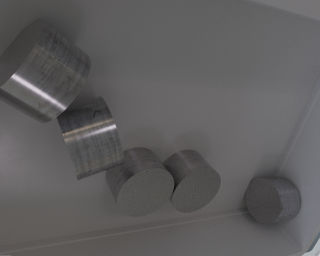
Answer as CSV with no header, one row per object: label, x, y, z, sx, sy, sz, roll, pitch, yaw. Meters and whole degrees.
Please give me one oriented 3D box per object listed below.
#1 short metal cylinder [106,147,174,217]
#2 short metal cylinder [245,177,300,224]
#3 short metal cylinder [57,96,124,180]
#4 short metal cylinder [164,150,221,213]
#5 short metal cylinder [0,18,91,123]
short metal cylinder,-0.028,0.073,0.422,0.081,0.050,0.079,-14,124,-21
short metal cylinder,0.204,0.131,0.565,0.050,0.080,0.079,3,117,-30
short metal cylinder,-0.078,0.011,0.337,0.050,0.080,0.079,-19,126,-18
short metal cylinder,0.043,0.079,0.465,0.081,0.050,0.079,-14,124,-21
short metal cylinder,-0.110,-0.051,0.281,0.080,0.080,0.050,-47,129,5
